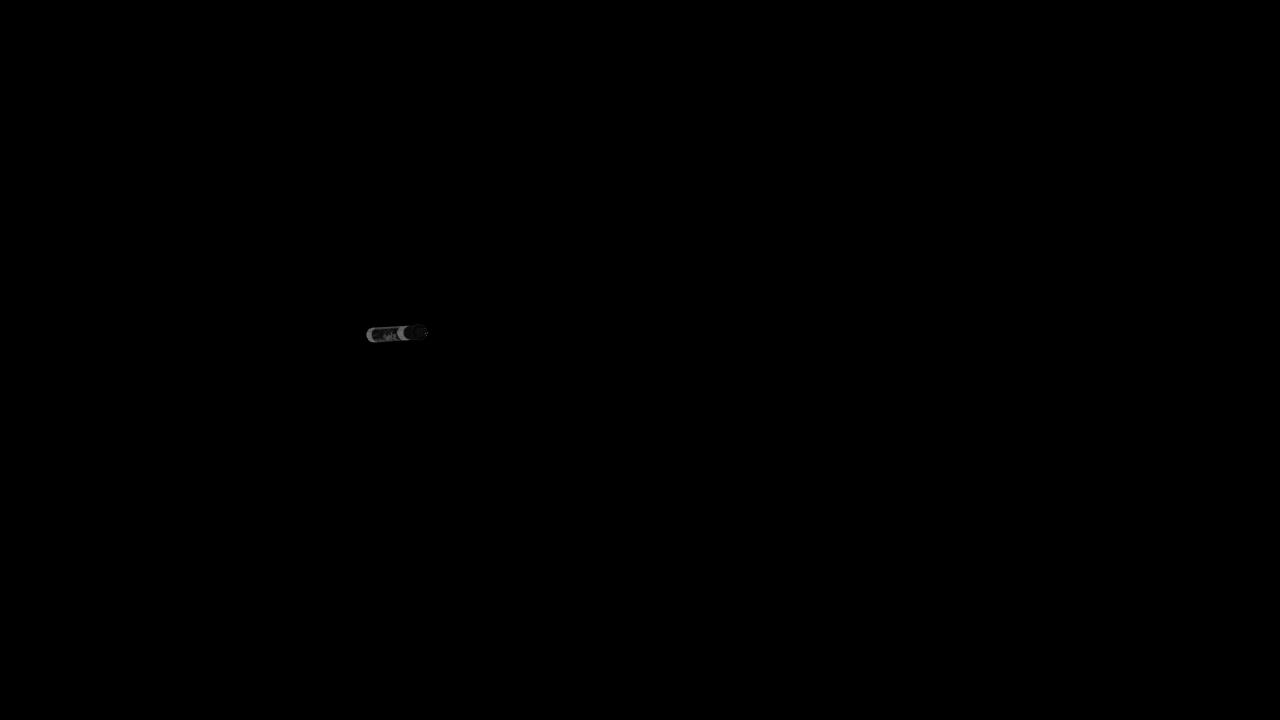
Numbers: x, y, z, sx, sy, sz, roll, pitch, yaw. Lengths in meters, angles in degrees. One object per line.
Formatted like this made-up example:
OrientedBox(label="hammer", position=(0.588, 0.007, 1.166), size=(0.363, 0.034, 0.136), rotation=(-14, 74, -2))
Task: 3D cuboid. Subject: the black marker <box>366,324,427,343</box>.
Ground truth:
OrientedBox(label="black marker", position=(-0.287, -0.031, 0.724), size=(0.121, 0.020, 0.020), rotation=(0, 0, 42))
